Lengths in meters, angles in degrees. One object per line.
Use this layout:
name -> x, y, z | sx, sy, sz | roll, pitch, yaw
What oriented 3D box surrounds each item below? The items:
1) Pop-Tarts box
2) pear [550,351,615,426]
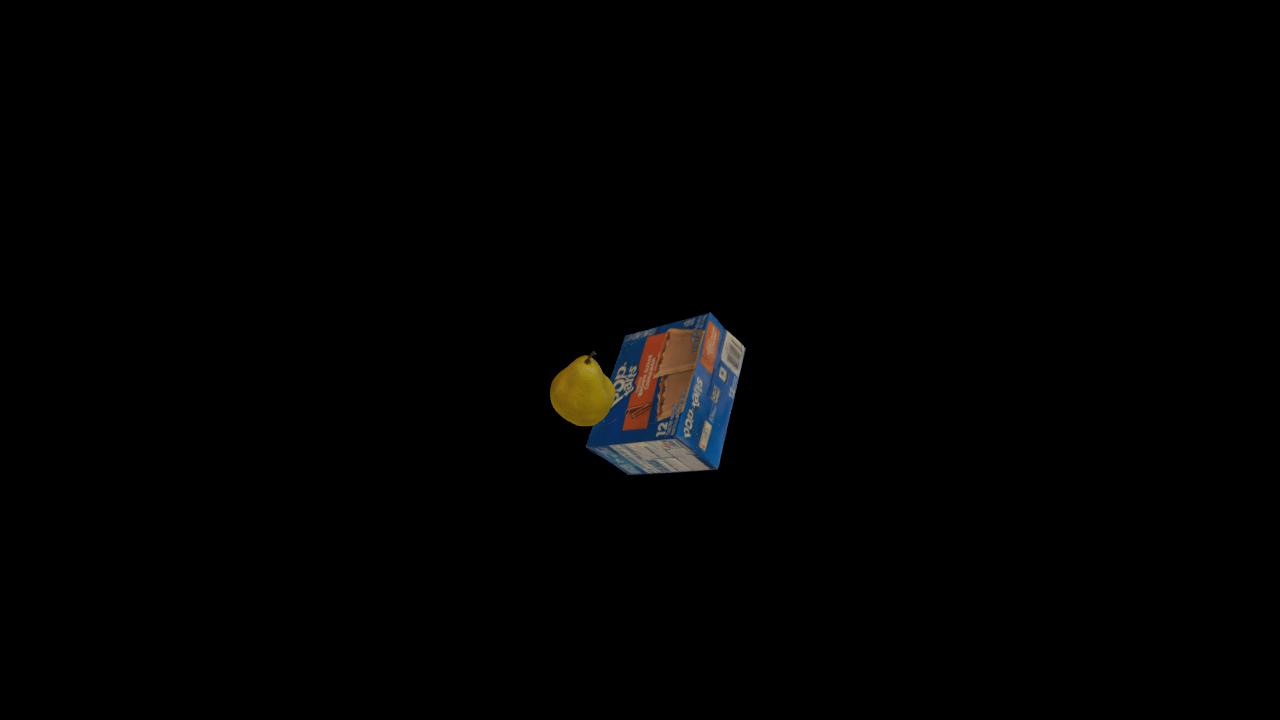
Pop-Tarts box -> 0.033, 0.043, 0.734 | 0.141, 0.167, 0.083 | -13, -43, 42
pear -> -0.069, 0.026, 0.720 | 0.080, 0.080, 0.111 | 0, -44, 2
